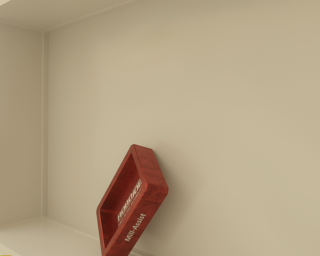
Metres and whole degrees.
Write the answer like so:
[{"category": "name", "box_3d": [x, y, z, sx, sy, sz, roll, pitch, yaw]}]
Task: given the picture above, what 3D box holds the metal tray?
[{"category": "metal tray", "box_3d": [-0.042, 0.098, 0.413, 0.129, 0.030, 0.090, -60, 29, 21]}]
